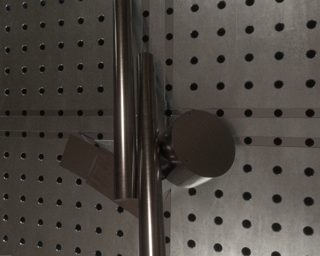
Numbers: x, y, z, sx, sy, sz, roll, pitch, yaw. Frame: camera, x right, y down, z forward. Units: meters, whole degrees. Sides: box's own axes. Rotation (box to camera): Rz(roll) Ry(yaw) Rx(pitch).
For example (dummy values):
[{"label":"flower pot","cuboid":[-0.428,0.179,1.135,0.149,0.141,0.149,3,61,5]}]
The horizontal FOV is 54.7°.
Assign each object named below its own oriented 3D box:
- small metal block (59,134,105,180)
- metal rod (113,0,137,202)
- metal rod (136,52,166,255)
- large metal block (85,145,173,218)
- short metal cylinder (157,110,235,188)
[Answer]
[{"label":"small metal block","cuboid":[-0.112,0.041,0.451,0.050,0.025,0.050,24,98,18]},{"label":"metal rod","cuboid":[-0.044,-0.064,0.378,0.025,0.025,0.299,-11,68,19]},{"label":"metal rod","cuboid":[-0.012,0.033,0.342,0.025,0.025,0.299,-16,56,19]},{"label":"large metal block","cuboid":[-0.031,0.062,0.394,0.080,0.080,0.050,29,100,17]},{"label":"short metal cylinder","cuboid":[0.040,0.025,0.362,0.080,0.081,0.050,61,148,10]}]
